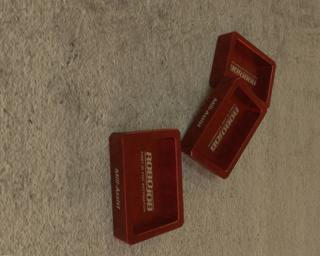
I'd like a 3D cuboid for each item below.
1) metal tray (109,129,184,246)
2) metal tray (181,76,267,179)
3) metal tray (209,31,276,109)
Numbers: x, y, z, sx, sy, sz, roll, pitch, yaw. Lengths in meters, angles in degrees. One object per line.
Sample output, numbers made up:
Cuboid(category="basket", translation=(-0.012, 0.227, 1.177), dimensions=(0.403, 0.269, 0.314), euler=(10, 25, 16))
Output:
Cuboid(category="metal tray", translation=(-0.014, 0.068, 0.388), dimensions=(0.091, 0.030, 0.129), euler=(-4, 93, -40))
Cuboid(category="metal tray", translation=(0.097, 0.000, 0.460), dimensions=(0.090, 0.030, 0.130), euler=(37, 82, -34))
Cuboid(category="metal tray", translation=(0.143, -0.092, 0.520), dimensions=(0.131, 0.030, 0.090), euler=(20, 77, -38))
